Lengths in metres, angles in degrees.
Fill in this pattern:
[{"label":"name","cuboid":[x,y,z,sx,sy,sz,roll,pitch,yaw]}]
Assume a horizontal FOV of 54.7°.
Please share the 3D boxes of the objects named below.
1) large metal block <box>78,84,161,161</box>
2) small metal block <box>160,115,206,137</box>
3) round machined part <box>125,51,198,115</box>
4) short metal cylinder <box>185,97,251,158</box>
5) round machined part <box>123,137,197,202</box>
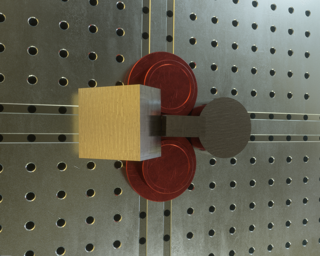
[{"label":"large metal block","cuboid":[-0.046,-0.006,0.360,0.050,0.080,0.080,-1,91,-65]},{"label":"small metal block","cuboid":[0.022,-0.002,0.384,0.050,0.050,0.025,1,90,-20]},{"label":"round machined part","cuboid":[0.006,-0.052,0.406,0.099,0.042,0.097,0,90,-20]},{"label":"short metal cylinder","cuboid":[0.077,-0.001,0.426,0.081,0.050,0.080,0,90,-20]},{"label":"round machined part","cuboid":[0.004,0.048,0.405,0.099,0.042,0.097,0,90,-20]}]
